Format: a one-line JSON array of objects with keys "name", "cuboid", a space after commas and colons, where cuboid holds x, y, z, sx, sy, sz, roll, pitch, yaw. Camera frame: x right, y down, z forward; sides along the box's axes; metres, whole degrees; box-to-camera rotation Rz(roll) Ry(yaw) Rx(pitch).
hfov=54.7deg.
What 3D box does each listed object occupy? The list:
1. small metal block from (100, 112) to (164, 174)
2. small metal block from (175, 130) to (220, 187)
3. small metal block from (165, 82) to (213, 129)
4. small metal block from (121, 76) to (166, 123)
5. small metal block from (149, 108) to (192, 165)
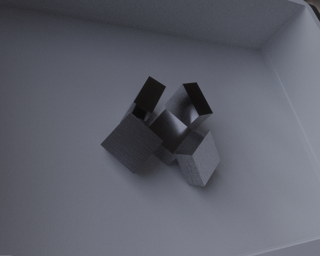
[{"name": "small metal block", "cuboid": [-0.032, 0.018, 0.362, 0.050, 0.025, 0.050, 42, 84, 0]}, {"name": "small metal block", "cuboid": [0.049, 0.037, 0.392, 0.050, 0.025, 0.050, -49, 127, -40]}, {"name": "small metal block", "cuboid": [0.039, -0.027, 0.426, 0.025, 0.050, 0.050, -12, 68, -34]}, {"name": "small metal block", "cuboid": [-0.022, -0.030, 0.394, 0.025, 0.050, 0.050, 32, 51, -8]}, {"name": "small metal block", "cuboid": [0.009, 0.011, 0.402, 0.050, 0.025, 0.050, 41, 51, -1]}]
